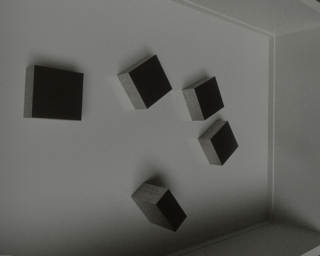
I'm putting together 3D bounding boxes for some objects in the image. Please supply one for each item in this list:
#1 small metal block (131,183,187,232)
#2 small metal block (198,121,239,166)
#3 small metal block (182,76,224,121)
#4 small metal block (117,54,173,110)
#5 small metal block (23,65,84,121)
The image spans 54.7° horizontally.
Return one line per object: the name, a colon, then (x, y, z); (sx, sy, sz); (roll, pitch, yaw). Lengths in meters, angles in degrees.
small metal block: (-0.002, 0.099, 0.391); (0.025, 0.050, 0.050); (-46, 118, -30)
small metal block: (0.092, 0.023, 0.487); (0.050, 0.025, 0.050); (-42, 116, -32)
small metal block: (0.065, -0.044, 0.464); (0.050, 0.025, 0.050); (-33, 111, -35)
small metal block: (-0.018, -0.058, 0.393); (0.050, 0.025, 0.050); (-42, 116, -32)
small metal block: (-0.108, -0.034, 0.317); (0.050, 0.025, 0.050); (4, 88, -40)
